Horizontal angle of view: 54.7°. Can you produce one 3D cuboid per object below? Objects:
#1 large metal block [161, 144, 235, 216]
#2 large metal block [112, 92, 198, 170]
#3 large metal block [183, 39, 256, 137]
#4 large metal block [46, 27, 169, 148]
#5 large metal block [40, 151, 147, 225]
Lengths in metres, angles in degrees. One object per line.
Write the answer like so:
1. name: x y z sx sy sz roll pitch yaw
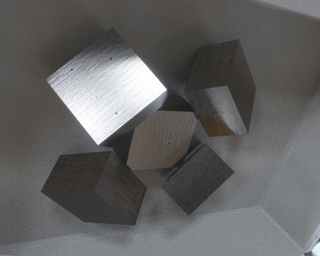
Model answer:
1. large metal block: 0.051 0.067 0.432 0.080 0.050 0.080 -44 174 2
2. large metal block: -0.007 0.004 0.387 0.081 0.050 0.079 1 118 -29
3. large metal block: 0.077 -0.046 0.377 0.080 0.050 0.080 55 42 -39
4. large metal block: -0.049 -0.037 0.310 0.080 0.080 0.050 -39 173 -2
5. large metal block: -0.075 0.073 0.368 0.080 0.050 0.080 -7 137 30
